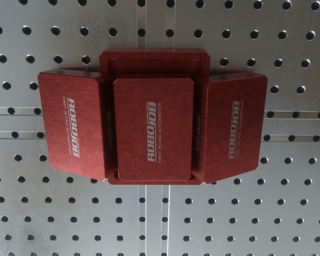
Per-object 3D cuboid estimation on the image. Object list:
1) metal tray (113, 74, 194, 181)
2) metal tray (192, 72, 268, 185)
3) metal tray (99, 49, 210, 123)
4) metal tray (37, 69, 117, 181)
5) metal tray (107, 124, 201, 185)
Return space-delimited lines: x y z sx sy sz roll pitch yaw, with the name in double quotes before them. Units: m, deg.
"metal tray" -0.007 0.001 0.378 0.091 0.030 0.129 0 110 -1
"metal tray" 0.086 -0.001 0.391 0.091 0.030 0.129 -11 113 -26
"metal tray" -0.006 -0.053 0.391 0.131 0.030 0.089 0 111 -1
"metal tray" -0.101 -0.005 0.388 0.090 0.030 0.129 9 113 24
"metal tray" -0.006 0.032 0.423 0.131 0.030 0.089 0 111 -1
